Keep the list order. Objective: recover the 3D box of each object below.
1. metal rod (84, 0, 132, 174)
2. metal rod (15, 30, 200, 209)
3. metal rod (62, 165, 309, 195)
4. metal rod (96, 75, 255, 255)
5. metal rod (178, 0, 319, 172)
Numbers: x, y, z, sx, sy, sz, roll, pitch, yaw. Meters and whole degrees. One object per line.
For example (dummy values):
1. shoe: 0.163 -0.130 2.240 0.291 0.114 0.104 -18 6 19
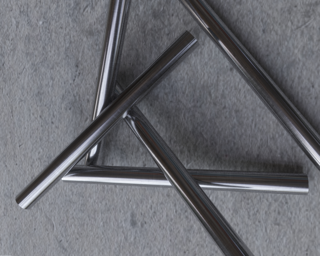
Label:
1. metal rod: -0.065 -0.066 0.386 0.025 0.025 0.298 22 114 18
2. metal rod: -0.070 -0.005 0.386 0.300 0.025 0.025 -43 77 7
3. metal rod: 0.019 0.063 0.385 0.301 0.025 0.025 0 90 13
4. metal rod: 0.005 0.035 0.372 0.025 0.025 0.300 -45 64 14
5. metal rod: 0.102 -0.076 0.372 0.025 0.025 0.299 -39 78 15
